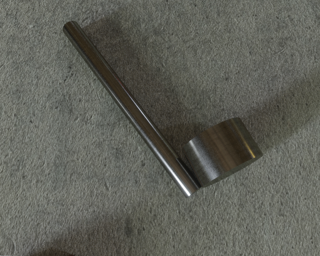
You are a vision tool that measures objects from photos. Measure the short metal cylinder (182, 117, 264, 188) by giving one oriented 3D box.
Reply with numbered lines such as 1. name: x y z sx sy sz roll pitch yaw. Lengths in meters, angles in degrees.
1. short metal cylinder: 0.074 0.030 0.369 0.080 0.080 0.050 -25 72 -9

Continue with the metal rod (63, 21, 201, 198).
1. metal rod: -0.046 -0.035 0.420 0.025 0.025 0.300 -34 74 -12
